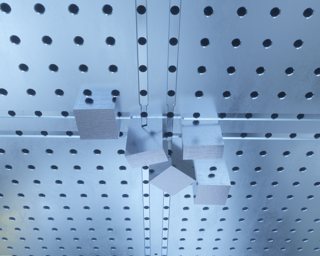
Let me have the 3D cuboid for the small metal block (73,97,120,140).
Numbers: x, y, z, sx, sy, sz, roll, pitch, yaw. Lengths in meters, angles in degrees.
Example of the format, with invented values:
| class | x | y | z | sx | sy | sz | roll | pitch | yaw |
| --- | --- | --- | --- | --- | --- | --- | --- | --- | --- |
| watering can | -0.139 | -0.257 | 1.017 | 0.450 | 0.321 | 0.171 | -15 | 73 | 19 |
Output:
| class | x | y | z | sx | sy | sz | roll | pitch | yaw |
| --- | --- | --- | --- | --- | --- | --- | --- | --- | --- |
| small metal block | -0.080 | -0.012 | 0.401 | 0.050 | 0.025 | 0.050 | -1 | 130 | 1 |

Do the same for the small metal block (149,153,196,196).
| class | x | y | z | sx | sy | sz | roll | pitch | yaw |
| --- | --- | --- | --- | --- | --- | --- | --- | --- | --- |
| small metal block | 0.018 | 0.072 | 0.473 | 0.050 | 0.025 | 0.050 | 35 | 122 | -26 |

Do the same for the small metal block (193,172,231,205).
| class | x | y | z | sx | sy | sz | roll | pitch | yaw |
| --- | --- | --- | --- | --- | --- | --- | --- | --- | --- |
| small metal block | 0.082 | 0.097 | 0.495 | 0.050 | 0.025 | 0.050 | 2 | 130 | -2 |

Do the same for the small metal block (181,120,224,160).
| class | x | y | z | sx | sy | sz | roll | pitch | yaw |
| --- | --- | --- | --- | --- | --- | --- | --- | --- | --- |
| small metal block | 0.054 | 0.015 | 0.408 | 0.050 | 0.050 | 0.025 | -1 | 130 | 1 |

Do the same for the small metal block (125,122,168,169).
| class | x | y | z | sx | sy | sz | roll | pitch | yaw |
| --- | --- | --- | --- | --- | --- | --- | --- | --- | --- |
| small metal block | -0.017 | 0.023 | 0.414 | 0.050 | 0.050 | 0.025 | -14 | 129 | 11 |
